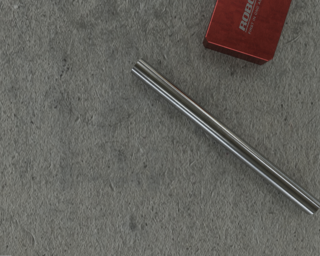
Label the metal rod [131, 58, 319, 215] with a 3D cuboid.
[{"bbox_3d":[0.086,0.011,0.410,0.300,0.025,0.025,39,90,0],"label":"metal rod"}]

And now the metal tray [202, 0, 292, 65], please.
[{"bbox_3d":[0.119,-0.159,0.408,0.090,0.030,0.129,18,90,0],"label":"metal tray"}]
